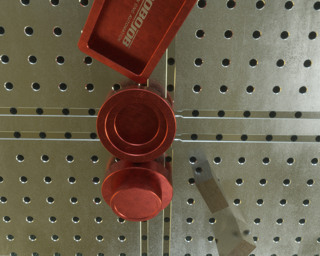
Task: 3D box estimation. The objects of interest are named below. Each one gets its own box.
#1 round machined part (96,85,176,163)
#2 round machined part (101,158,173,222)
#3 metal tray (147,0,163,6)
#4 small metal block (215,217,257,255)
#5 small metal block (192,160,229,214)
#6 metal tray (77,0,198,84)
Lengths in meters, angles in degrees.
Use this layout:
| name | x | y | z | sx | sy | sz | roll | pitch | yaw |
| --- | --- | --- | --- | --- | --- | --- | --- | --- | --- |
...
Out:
| name | x | y | z | sx | sy | sz | roll | pitch | yaw |
| --- | --- | --- | --- | --- | --- | --- | --- | --- | --- |
| round machined part | -0.029 | -0.008 | 0.401 | 0.099 | 0.042 | 0.097 | 0 | 110 | 0 |
| round machined part | -0.031 | 0.091 | 0.425 | 0.099 | 0.042 | 0.097 | 0 | 126 | 1 |
| metal tray | -0.021 | -0.209 | 0.333 | 0.090 | 0.030 | 0.130 | -42 | 105 | 14 |
| small metal block | 0.112 | 0.172 | 0.464 | 0.025 | 0.050 | 0.050 | 33 | 107 | -11 |
| small metal block | 0.069 | 0.081 | 0.430 | 0.025 | 0.050 | 0.050 | -27 | 108 | 9 |
| metal tray | -0.026 | -0.120 | 0.339 | 0.090 | 0.030 | 0.129 | 29 | 131 | -11 |
